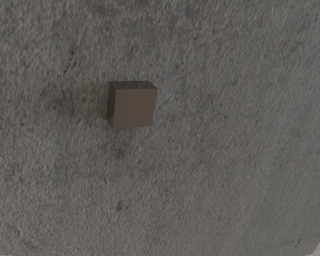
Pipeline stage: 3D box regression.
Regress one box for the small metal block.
[{"bbox_3d":[-0.034,-0.028,0.370,0.050,0.025,0.050,-5,121,-26],"label":"small metal block"}]
